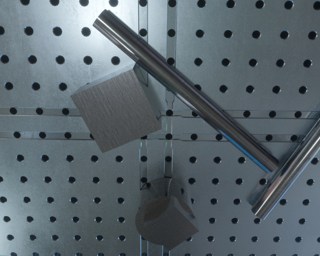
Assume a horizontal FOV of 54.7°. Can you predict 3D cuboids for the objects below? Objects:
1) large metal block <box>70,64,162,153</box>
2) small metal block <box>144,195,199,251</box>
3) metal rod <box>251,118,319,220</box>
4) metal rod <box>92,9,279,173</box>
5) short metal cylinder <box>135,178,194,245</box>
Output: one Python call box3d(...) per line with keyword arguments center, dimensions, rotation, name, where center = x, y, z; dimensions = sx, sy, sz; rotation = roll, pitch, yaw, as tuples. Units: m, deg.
box3d(center=(-0.051, -0.026, 0.390), dimensions=(0.080, 0.050, 0.080), rotation=(-23, 109, 8), name="large metal block")
box3d(center=(0.015, 0.125, 0.406), dimensions=(0.050, 0.025, 0.050), rotation=(-38, 106, 13), name="small metal block")
box3d(center=(0.218, 0.004, 0.416), dimensions=(0.025, 0.025, 0.298), rotation=(27, 108, -10), name="metal rod")
box3d(center=(0.042, -0.039, 0.399), dimensions=(0.301, 0.025, 0.025), rotation=(39, 105, -13), name="metal rod")
box3d(center=(0.007, 0.119, 0.444), dimensions=(0.081, 0.050, 0.079), rotation=(0, 110, 0), name="short metal cylinder")
